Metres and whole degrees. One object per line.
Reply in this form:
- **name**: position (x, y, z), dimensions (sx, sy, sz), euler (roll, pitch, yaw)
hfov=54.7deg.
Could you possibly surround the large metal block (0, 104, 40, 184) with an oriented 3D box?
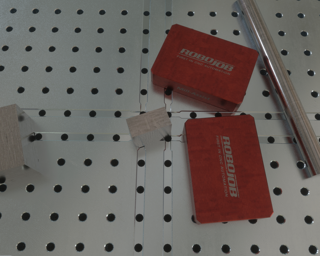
- **large metal block**: position (-0.205, 0.025, 0.387), dimensions (0.081, 0.050, 0.080), euler (-15, 71, -6)

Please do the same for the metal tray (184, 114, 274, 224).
- **metal tray**: position (0.082, 0.051, 0.392), dimensions (0.091, 0.030, 0.129), euler (-5, 70, -2)

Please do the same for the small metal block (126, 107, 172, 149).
- **small metal block**: position (-0.014, 0.001, 0.398), dimensions (0.050, 0.050, 0.025), euler (-19, 72, -7)

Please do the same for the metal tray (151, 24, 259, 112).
- **metal tray**: position (0.063, -0.087, 0.442), dimensions (0.131, 0.030, 0.090), euler (21, 71, 7)

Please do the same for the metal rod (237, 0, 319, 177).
- **metal rod**: position (0.168, -0.078, 0.442), dimensions (0.025, 0.025, 0.299), euler (-13, 71, -5)
